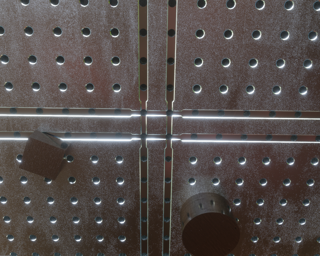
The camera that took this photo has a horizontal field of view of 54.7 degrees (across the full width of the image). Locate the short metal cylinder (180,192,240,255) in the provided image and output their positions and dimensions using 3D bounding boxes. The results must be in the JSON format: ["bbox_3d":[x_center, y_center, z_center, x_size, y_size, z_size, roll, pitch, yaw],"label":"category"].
[{"bbox_3d":[0.071,0.142,0.453,0.081,0.050,0.079,0,110,0],"label":"short metal cylinder"}]

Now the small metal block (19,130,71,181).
[{"bbox_3d":[-0.158,0.038,0.426,0.050,0.025,0.050,22,109,-8],"label":"small metal block"}]
